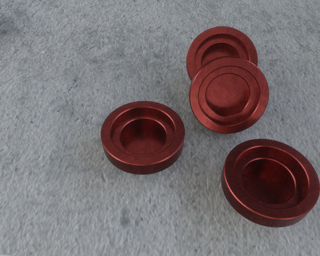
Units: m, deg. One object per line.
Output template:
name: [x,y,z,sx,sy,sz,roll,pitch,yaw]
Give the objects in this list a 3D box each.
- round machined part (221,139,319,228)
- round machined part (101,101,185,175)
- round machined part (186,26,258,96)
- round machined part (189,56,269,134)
round machined part: [0.117,0.063,0.341,0.099,0.042,0.098,0,50,0]
round machined part: [-0.020,0.016,0.379,0.099,0.042,0.098,0,50,0]
round machined part: [0.088,-0.093,0.451,0.099,0.042,0.097,0,88,5]
round machined part: [0.087,-0.045,0.406,0.099,0.097,0.042,3,16,2]
